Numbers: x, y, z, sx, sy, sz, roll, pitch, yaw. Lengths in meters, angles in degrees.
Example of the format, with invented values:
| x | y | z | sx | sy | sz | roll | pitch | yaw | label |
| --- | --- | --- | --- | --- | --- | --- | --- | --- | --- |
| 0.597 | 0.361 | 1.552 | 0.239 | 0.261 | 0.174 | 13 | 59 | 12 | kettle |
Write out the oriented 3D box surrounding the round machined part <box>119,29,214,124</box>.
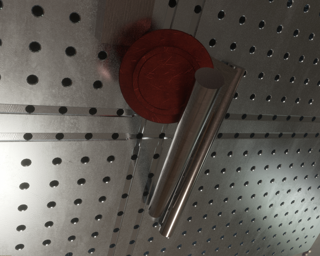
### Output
| x | y | z | sx | sy | sz | roll | pitch | yaw | label |
| --- | --- | --- | --- | --- | --- | --- | --- | --- | --- |
| 0.007 | -0.050 | 0.317 | 0.099 | 0.042 | 0.097 | 0 | 108 | -1 | round machined part |

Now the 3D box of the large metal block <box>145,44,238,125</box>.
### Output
| x | y | z | sx | sy | sz | roll | pitch | yaw | label |
| --- | --- | --- | --- | --- | --- | --- | --- | --- | --- |
| 0.034 | -0.057 | 0.380 | 0.081 | 0.050 | 0.080 | 17 | 109 | -36 | large metal block |

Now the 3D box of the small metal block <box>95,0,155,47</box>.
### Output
| x | y | z | sx | sy | sz | roll | pitch | yaw | label |
| --- | --- | --- | --- | --- | --- | --- | --- | --- | --- |
| -0.037 | -0.114 | 0.322 | 0.050 | 0.025 | 0.050 | -2 | 119 | -28 | small metal block |

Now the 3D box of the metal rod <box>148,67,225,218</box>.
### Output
| x | y | z | sx | sy | sz | roll | pitch | yaw | label |
| --- | --- | --- | --- | --- | --- | --- | --- | --- | --- |
| 0.017 | 0.045 | 0.373 | 0.025 | 0.025 | 0.298 | -15 | 149 | -21 | metal rod |

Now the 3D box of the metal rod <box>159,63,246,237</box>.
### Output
| x | y | z | sx | sy | sz | roll | pitch | yaw | label |
| --- | --- | --- | --- | --- | --- | --- | --- | --- | --- |
| 0.057 | 0.047 | 0.473 | 0.025 | 0.025 | 0.298 | 6 | 116 | -31 | metal rod |
